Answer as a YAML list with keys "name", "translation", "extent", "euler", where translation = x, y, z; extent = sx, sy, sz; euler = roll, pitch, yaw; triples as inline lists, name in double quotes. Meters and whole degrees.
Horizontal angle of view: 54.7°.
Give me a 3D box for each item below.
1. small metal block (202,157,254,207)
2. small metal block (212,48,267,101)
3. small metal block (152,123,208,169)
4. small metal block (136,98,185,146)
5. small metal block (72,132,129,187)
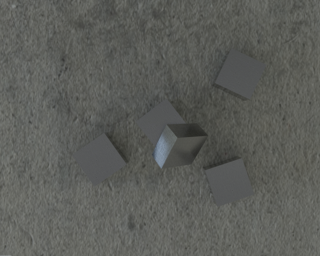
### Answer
- name: "small metal block"
  translation: [0.090, 0.070, 0.411]
  extent: [0.050, 0.025, 0.050]
  euler: [-18, 90, -1]
- name: "small metal block"
  translation: [0.104, -0.070, 0.411]
  extent: [0.050, 0.025, 0.050]
  euler: [25, 90, -1]
- name: "small metal block"
  translation: [0.025, 0.022, 0.387]
  extent: [0.050, 0.025, 0.050]
  euler: [-2, 131, -38]
- name: "small metal block"
  translation: [0.004, -0.003, 0.410]
  extent: [0.050, 0.025, 0.050]
  euler: [-38, 90, 0]
- name: "small metal block"
  translation: [-0.078, 0.041, 0.409]
  extent: [0.050, 0.025, 0.050]
  euler: [-35, 90, 0]
